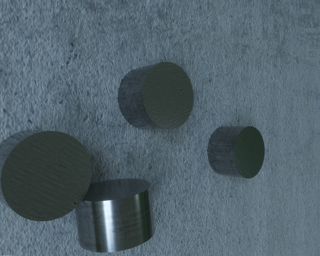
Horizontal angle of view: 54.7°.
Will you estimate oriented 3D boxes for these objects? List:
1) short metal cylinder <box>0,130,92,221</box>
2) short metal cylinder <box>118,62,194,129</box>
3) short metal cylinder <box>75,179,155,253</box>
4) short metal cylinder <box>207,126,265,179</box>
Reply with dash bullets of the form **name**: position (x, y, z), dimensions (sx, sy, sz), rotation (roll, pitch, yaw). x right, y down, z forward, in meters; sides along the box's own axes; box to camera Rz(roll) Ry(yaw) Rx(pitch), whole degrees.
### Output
- **short metal cylinder**: position (-0.113, 0.042, 0.294), dimensions (0.081, 0.050, 0.080), rotation (0, 90, -40)
- **short metal cylinder**: position (-0.004, -0.038, 0.384), dimensions (0.081, 0.050, 0.080), rotation (0, 90, -40)
- **short metal cylinder**: position (-0.048, 0.089, 0.329), dimensions (0.081, 0.080, 0.050), rotation (-9, 96, -40)
- **short metal cylinder**: position (0.121, 0.037, 0.490), dimensions (0.081, 0.050, 0.080), rotation (0, 90, -40)
